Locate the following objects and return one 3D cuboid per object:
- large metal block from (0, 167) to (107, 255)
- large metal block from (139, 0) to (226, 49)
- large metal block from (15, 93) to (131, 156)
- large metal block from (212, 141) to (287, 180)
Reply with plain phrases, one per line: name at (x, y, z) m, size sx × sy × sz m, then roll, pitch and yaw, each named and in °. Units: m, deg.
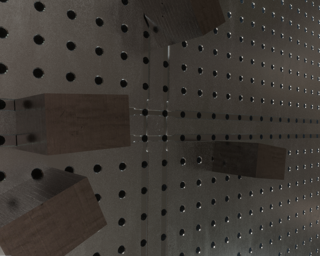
large metal block at (-0.110, 0.081, 0.283) m, size 0.081 × 0.080 × 0.050 m, roll -30°, pitch 109°, yaw -36°
large metal block at (0.025, -0.156, 0.396) m, size 0.050 × 0.080 × 0.080 m, roll -39°, pitch 114°, yaw -33°
large metal block at (-0.086, -0.005, 0.303) m, size 0.081 × 0.080 × 0.050 m, roll -4°, pitch 93°, yaw -40°
large metal block at (0.143, 0.052, 0.496) m, size 0.081 × 0.080 × 0.050 m, roll 11°, pitch 83°, yaw -40°
